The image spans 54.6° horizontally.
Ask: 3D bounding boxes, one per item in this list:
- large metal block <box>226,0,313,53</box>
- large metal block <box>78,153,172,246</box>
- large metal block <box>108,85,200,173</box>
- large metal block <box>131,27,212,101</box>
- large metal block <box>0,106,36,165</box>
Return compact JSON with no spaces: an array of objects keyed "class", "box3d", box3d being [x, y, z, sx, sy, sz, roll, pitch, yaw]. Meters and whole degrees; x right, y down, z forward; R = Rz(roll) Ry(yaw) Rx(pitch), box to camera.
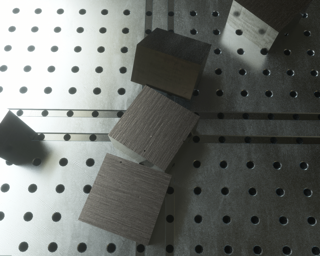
[{"class":"large metal block","box3d":[0.161,-0.174,0.463,0.080,0.050,0.080,43,75,14]},{"class":"large metal block","box3d":[-0.037,0.085,0.367,0.080,0.050,0.080,18,71,6]},{"class":"large metal block","box3d":[-0.006,0.006,0.396,0.080,0.050,0.080,31,73,11]},{"class":"large metal block","box3d":[0.017,-0.087,0.411,0.080,0.050,0.080,19,36,7]},{"class":"large metal block","box3d":[-0.215,-0.001,0.382,0.080,0.080,0.050,23,72,8]}]
